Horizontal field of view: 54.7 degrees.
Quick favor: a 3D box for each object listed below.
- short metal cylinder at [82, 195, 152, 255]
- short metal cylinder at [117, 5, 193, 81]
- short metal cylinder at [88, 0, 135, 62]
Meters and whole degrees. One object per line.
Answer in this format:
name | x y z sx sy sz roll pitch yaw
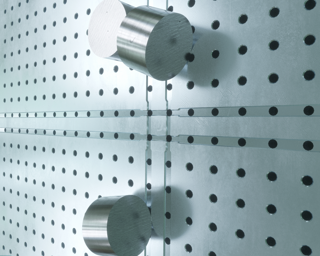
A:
short metal cylinder | -0.057 0.133 0.421 0.050 0.081 0.080 -14 81 39
short metal cylinder | -0.005 -0.103 0.378 0.050 0.081 0.079 30 109 36
short metal cylinder | -0.057 -0.136 0.440 0.080 0.050 0.079 0 90 40
